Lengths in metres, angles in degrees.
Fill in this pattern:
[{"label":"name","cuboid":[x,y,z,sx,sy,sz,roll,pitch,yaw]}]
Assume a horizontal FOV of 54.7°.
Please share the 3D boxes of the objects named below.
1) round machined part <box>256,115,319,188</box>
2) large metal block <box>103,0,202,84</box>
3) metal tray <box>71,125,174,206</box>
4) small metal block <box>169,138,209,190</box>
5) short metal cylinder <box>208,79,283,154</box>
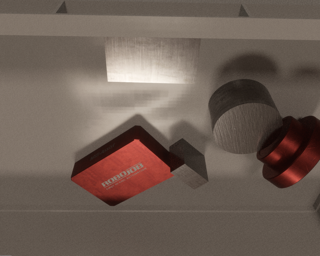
[{"label":"round machined part","cuboid":[0.160,0.023,0.390,0.042,0.098,0.097,35,125,2]},{"label":"large metal block","cuboid":[-0.007,-0.086,0.299,0.081,0.080,0.050,1,130,-2]},{"label":"metal tray","cuboid":[-0.053,0.060,0.457,0.130,0.030,0.090,-31,124,23]},{"label":"small metal block","cuboid":[0.040,0.050,0.436,0.025,0.050,0.050,-36,122,26]},{"label":"short metal cylinder","cuboid":[0.103,-0.013,0.383,0.081,0.050,0.079,0,130,0]}]
